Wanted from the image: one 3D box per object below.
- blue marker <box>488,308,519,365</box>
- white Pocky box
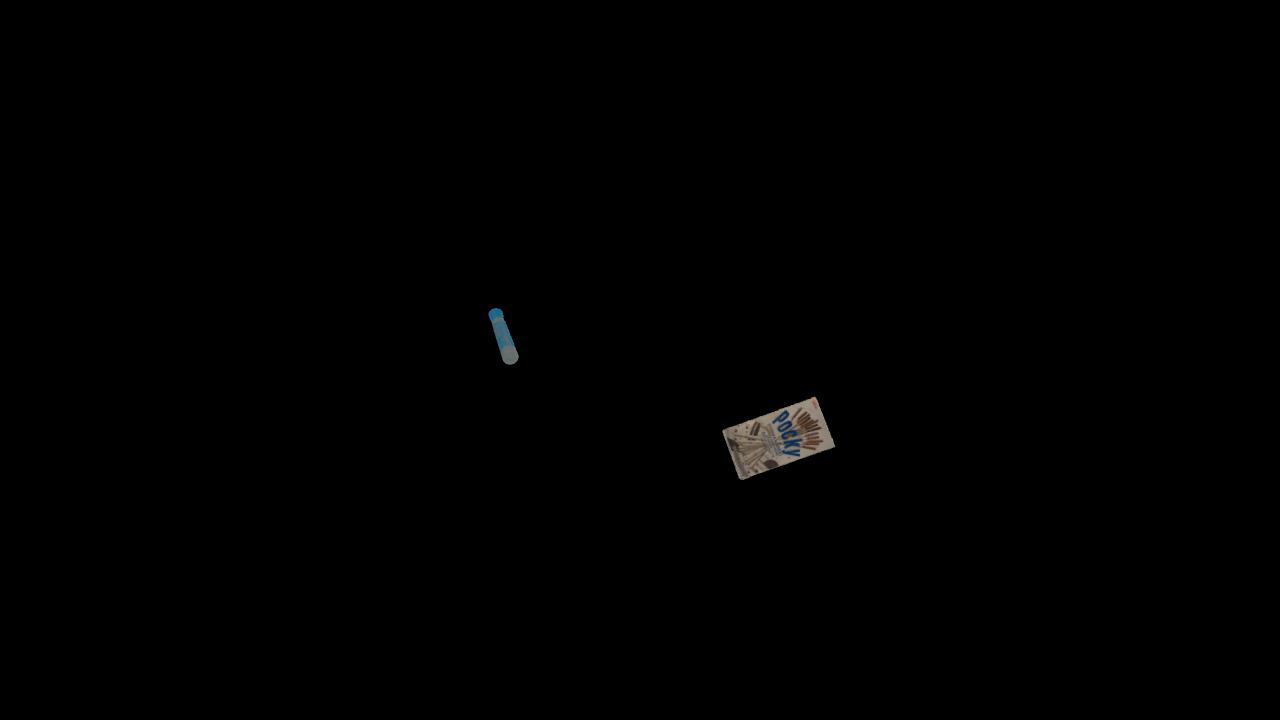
[{"bbox_3d":[-0.171,-0.032,0.763,0.020,0.020,0.121,0,30,-23],"label":"blue marker"},{"bbox_3d":[0.213,0.121,0.950,0.154,0.084,0.028,-20,-7,1],"label":"white Pocky box"}]
